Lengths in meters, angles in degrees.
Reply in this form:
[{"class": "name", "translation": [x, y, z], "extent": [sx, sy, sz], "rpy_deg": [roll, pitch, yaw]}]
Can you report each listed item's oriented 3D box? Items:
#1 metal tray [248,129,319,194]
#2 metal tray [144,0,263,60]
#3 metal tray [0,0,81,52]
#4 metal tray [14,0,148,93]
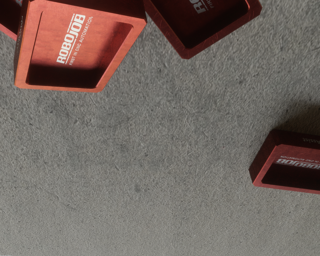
[{"class": "metal tray", "translation": [0.208, 0.053, 0.450], "extent": [0.131, 0.030, 0.089], "rpy_deg": [8, 130, -8]}, {"class": "metal tray", "translation": [0.024, -0.138, 0.286], "extent": [0.090, 0.030, 0.130], "rpy_deg": [-29, 125, 22]}, {"class": "metal tray", "translation": [-0.112, -0.131, 0.269], "extent": [0.090, 0.030, 0.130], "rpy_deg": [36, 136, -27]}, {"class": "metal tray", "translation": [-0.080, -0.078, 0.285], "extent": [0.091, 0.030, 0.129], "rpy_deg": [0, 158, -30]}]
